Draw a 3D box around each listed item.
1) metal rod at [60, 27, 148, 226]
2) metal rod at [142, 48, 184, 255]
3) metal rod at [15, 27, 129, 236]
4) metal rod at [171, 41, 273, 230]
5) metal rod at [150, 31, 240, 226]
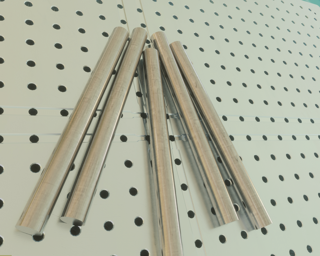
[{"bbox_3d":[-0.059,-0.027,0.393,0.025,0.025,0.300,23,53,-14],"label":"metal rod"},{"bbox_3d":[0.000,0.018,0.397,0.025,0.025,0.299,8,58,-24],"label":"metal rod"},{"bbox_3d":[-0.089,-0.023,0.373,0.025,0.025,0.300,25,53,-13],"label":"metal rod"},{"bbox_3d":[0.079,-0.002,0.451,0.025,0.025,0.299,-10,67,-32],"label":"metal rod"},{"bbox_3d":[0.041,-0.014,0.438,0.025,0.025,0.299,-5,64,-30],"label":"metal rod"}]
